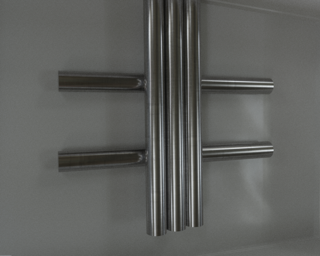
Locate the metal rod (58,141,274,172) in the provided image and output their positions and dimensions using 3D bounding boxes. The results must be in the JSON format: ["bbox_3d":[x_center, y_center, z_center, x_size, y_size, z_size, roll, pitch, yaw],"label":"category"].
[{"bbox_3d":[0.022,0.036,0.417,0.303,0.025,0.025,-1,91,-20],"label":"metal rod"}]

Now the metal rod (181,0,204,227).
[{"bbox_3d":[0.041,-0.026,0.397,0.025,0.025,0.298,-1,90,-20],"label":"metal rod"}]

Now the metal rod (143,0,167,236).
[{"bbox_3d":[-0.006,-0.021,0.379,0.025,0.025,0.298,-1,90,-20],"label":"metal rod"}]

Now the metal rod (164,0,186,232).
[{"bbox_3d":[0.018,-0.023,0.388,0.025,0.025,0.298,-1,90,-20],"label":"metal rod"}]

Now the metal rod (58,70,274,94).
[{"bbox_3d":[0.022,-0.059,0.417,0.303,0.025,0.025,-2,91,-20],"label":"metal rod"}]
